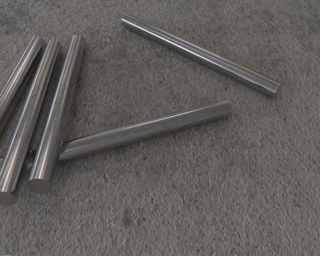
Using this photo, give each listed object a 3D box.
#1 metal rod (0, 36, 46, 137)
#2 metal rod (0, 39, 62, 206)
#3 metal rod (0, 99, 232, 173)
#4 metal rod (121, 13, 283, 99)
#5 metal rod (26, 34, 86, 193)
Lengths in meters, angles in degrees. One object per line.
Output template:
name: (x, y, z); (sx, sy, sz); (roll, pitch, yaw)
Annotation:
metal rod: (-0.214, -0.030, 0.426); (0.025, 0.025, 0.300); (3, 50, 2)
metal rod: (-0.164, -0.034, 0.408); (0.025, 0.025, 0.300); (-3, 44, -3)
metal rod: (-0.049, 0.011, 0.393); (0.302, 0.025, 0.025); (-15, 52, -13)
metal rod: (0.055, -0.126, 0.509); (0.300, 0.025, 0.025); (32, 57, 24)
metal rod: (-0.130, -0.045, 0.418); (0.025, 0.025, 0.300); (-3, 44, -2)
